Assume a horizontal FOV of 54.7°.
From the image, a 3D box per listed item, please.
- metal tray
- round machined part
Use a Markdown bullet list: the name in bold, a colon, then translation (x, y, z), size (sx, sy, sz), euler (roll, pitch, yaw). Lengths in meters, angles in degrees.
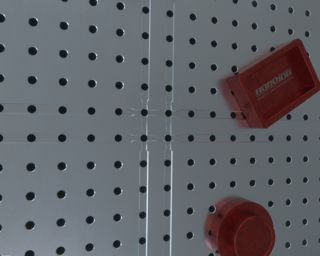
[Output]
- **metal tray**: translation (0.178, -0.068, 0.474), size (0.131, 0.030, 0.090), euler (-32, 101, -17)
- **round machined part**: translation (0.126, 0.156, 0.450), size (0.099, 0.042, 0.097), euler (0, 90, -20)
